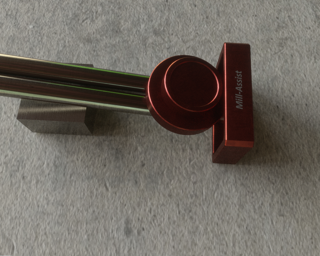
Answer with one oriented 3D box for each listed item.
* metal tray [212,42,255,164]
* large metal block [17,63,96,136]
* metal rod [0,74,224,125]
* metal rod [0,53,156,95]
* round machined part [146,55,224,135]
[{"bbox_3d":[0.087,-0.028,0.385,0.030,0.090,0.130,3,70,1],"label":"metal tray"},{"bbox_3d":[-0.128,-0.038,0.404,0.081,0.050,0.080,3,70,1],"label":"large metal block"},{"bbox_3d":[-0.066,-0.034,0.373,0.302,0.025,0.025,7,70,-11],"label":"metal rod"},{"bbox_3d":[-0.064,-0.060,0.382,0.302,0.025,0.025,7,70,-12],"label":"metal rod"},{"bbox_3d":[0.035,-0.044,0.365,0.099,0.042,0.098,3,72,-11],"label":"round machined part"}]
